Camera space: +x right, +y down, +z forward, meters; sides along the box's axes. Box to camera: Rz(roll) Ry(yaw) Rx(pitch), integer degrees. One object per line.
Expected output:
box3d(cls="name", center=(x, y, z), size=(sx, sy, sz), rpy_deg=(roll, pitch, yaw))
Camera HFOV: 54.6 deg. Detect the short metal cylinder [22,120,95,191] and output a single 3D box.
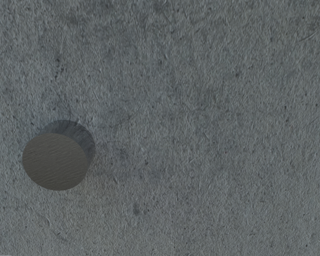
box3d(cls="short metal cylinder", center=(-0.130, 0.035, 0.408), size=(0.080, 0.050, 0.079), rpy_deg=(0, 110, 0))
